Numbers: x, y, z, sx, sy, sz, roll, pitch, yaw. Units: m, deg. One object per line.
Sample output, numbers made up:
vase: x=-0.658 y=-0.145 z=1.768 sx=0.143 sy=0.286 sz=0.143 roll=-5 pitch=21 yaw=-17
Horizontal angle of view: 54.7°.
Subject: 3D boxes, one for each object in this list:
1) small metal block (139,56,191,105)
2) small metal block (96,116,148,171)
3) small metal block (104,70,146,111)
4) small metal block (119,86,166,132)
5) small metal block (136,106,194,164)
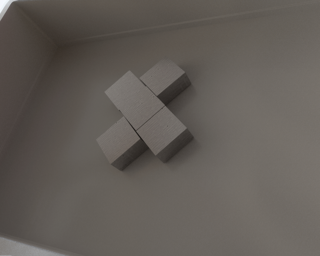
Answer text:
small metal block: x=0.007 y=-0.067 z=0.441 sx=0.050 sy=0.025 sz=0.050 roll=-40 pitch=51 yaw=-1
small metal block: x=-0.051 y=0.021 z=0.418 sx=0.050 sy=0.025 sz=0.050 roll=-41 pitch=51 yaw=1
small metal block: x=-0.046 y=-0.050 z=0.458 sx=0.050 sy=0.025 sz=0.050 roll=-41 pitch=51 yaw=0
small metal block: x=-0.020 y=-0.022 z=0.426 sx=0.050 sy=0.025 sz=0.050 roll=-41 pitch=51 yaw=0
small metal block: x=0.006 y=0.008 z=0.395 sx=0.050 sy=0.025 sz=0.050 roll=-41 pitch=51 yaw=0
